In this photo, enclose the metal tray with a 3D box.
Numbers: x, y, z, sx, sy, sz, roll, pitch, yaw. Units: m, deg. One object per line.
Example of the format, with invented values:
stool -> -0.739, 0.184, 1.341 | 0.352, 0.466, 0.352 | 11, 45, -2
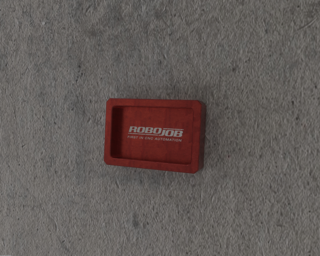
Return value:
metal tray -> -0.008, 0.008, 0.409 | 0.130, 0.030, 0.090 | 3, 91, 20
